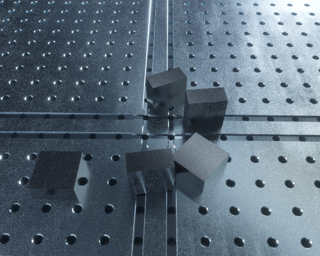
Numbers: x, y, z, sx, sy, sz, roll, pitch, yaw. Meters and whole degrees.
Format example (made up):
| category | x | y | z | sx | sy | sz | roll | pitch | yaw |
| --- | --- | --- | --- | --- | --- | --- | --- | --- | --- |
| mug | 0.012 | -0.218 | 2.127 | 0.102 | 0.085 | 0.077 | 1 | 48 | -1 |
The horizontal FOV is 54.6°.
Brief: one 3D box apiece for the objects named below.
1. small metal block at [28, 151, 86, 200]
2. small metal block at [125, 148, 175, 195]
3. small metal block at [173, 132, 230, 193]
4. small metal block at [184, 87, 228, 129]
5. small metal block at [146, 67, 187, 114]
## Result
| category | x | y | z | sx | sy | sz | roll | pitch | yaw |
| --- | --- | --- | --- | --- | --- | --- | --- | --- | --- |
| small metal block | -0.118 | 0.055 | 0.361 | 0.050 | 0.025 | 0.050 | 1 | 50 | 1 |
| small metal block | -0.011 | 0.050 | 0.350 | 0.050 | 0.050 | 0.025 | -6 | 50 | -5 |
| small metal block | 0.047 | 0.040 | 0.374 | 0.050 | 0.025 | 0.050 | 34 | 58 | 25 |
| small metal block | 0.059 | -0.026 | 0.414 | 0.050 | 0.050 | 0.025 | -5 | 50 | -4 |
| small metal block | 0.009 | -0.052 | 0.436 | 0.050 | 0.050 | 0.025 | -19 | 53 | -15 |
